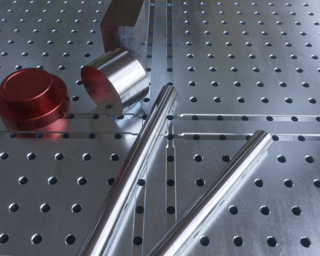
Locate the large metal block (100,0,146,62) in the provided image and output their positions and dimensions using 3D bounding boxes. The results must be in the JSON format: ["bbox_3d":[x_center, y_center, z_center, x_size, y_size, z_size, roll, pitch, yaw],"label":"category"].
[{"bbox_3d":[-0.055,-0.151,0.499,0.050,0.080,0.080,6,50,5],"label":"large metal block"}]

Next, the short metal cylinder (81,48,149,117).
[{"bbox_3d":[-0.061,-0.062,0.423,0.080,0.080,0.050,33,58,25],"label":"short metal cylinder"}]

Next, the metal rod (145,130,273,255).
[{"bbox_3d":[0.033,0.099,0.324,0.025,0.025,0.302,34,58,25],"label":"metal rod"}]

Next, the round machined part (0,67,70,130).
[{"bbox_3d":[-0.181,-0.048,0.435,0.099,0.042,0.098,0,50,0],"label":"round machined part"}]

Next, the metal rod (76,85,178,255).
[{"bbox_3d":[-0.036,0.055,0.360,0.025,0.025,0.301,15,52,12],"label":"metal rod"}]
